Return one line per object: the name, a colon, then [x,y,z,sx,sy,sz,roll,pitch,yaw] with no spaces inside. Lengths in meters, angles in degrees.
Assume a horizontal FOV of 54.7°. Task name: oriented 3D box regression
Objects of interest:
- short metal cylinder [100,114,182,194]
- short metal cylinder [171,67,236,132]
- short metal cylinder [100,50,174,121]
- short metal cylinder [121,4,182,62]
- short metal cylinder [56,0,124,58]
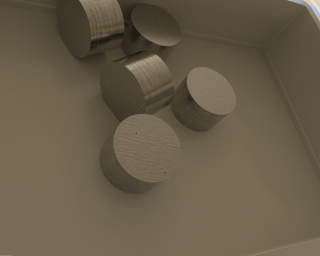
short metal cylinder: [-0.022,0.030,0.357,0.081,0.050,0.080,12,61,-22]
short metal cylinder: [0.062,-0.041,0.450,0.081,0.050,0.080,14,56,-21]
short metal cylinder: [-0.029,-0.051,0.387,0.050,0.080,0.080,-32,80,-38]
short metal cylinder: [-0.014,-0.138,0.468,0.081,0.050,0.080,14,56,-21]
short metal cylinder: [-0.092,-0.137,0.406,0.050,0.080,0.080,-26,76,-37]
